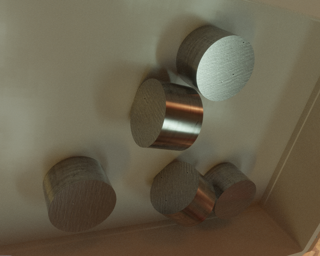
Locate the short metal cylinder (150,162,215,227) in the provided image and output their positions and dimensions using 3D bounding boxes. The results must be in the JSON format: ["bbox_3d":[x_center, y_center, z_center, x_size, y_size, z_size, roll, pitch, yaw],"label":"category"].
[{"bbox_3d":[0.033,0.096,0.450,0.080,0.080,0.050,-44,129,2],"label":"short metal cylinder"}]

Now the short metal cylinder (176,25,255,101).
[{"bbox_3d":[0.067,-0.079,0.380,0.081,0.050,0.079,-14,124,-21],"label":"short metal cylinder"}]

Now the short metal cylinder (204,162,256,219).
[{"bbox_3d":[0.112,0.105,0.518,0.081,0.050,0.079,-14,124,-21],"label":"short metal cylinder"}]

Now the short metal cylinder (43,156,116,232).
[{"bbox_3d":[-0.101,0.082,0.388,0.081,0.050,0.079,-14,124,-21],"label":"short metal cylinder"}]

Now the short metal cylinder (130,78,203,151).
[{"bbox_3d":[0.006,-0.014,0.367,0.050,0.080,0.079,8,115,-32],"label":"short metal cylinder"}]
